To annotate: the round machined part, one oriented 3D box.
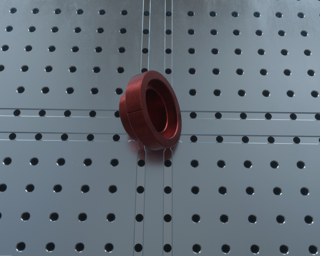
[{"bbox_3d":[-0.014,-0.020,0.389,0.042,0.098,0.098,-14,67,28],"label":"round machined part"}]
